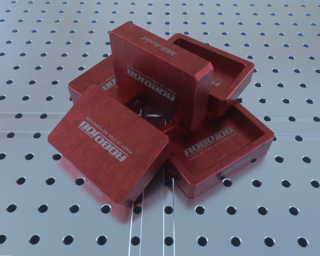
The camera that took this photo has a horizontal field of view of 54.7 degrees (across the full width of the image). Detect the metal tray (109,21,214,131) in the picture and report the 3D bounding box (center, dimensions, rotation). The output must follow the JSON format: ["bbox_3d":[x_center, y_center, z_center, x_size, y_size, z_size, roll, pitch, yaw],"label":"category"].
[{"bbox_3d":[-0.002,-0.063,0.378,0.130,0.089,0.030,33,58,24],"label":"metal tray"}]

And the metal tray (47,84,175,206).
[{"bbox_3d":[-0.059,0.017,0.365,0.130,0.030,0.090,35,83,25],"label":"metal tray"}]

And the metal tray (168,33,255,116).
[{"bbox_3d":[0.052,-0.079,0.432,0.130,0.030,0.090,29,56,22],"label":"metal tray"}]

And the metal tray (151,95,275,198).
[{"bbox_3d":[0.064,0.017,0.389,0.131,0.030,0.090,-27,55,-21],"label":"metal tray"}]

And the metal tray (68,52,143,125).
[{"bbox_3d":[-0.056,-0.068,0.460,0.090,0.030,0.131,32,56,23],"label":"metal tray"}]
